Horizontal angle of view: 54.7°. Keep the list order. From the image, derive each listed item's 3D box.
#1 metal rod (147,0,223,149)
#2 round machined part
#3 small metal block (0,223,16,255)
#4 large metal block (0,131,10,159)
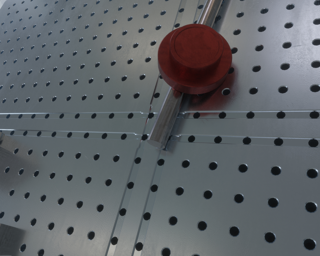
[{"bbox_3d":[0.048,-0.109,0.449,0.025,0.025,0.300,9,66,32],"label":"metal rod"},{"bbox_3d":[0.046,-0.097,0.408,0.099,0.042,0.098,0,68,0],"label":"round machined part"},{"bbox_3d":[-0.239,0.161,0.435,0.050,0.025,0.050,-5,59,25],"label":"small metal block"},{"bbox_3d":[-0.320,0.033,0.521,0.080,0.080,0.050,-40,51,1],"label":"large metal block"}]
